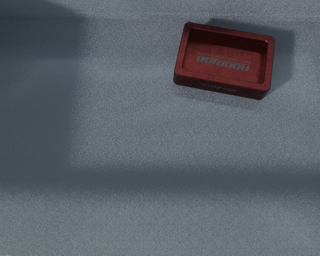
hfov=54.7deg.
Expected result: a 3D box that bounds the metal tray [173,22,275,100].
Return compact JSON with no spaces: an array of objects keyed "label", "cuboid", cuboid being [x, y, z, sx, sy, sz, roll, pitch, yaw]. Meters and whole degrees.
[{"label":"metal tray","cuboid":[0.091,-0.097,0.443,0.131,0.030,0.090,11,70,3]}]
